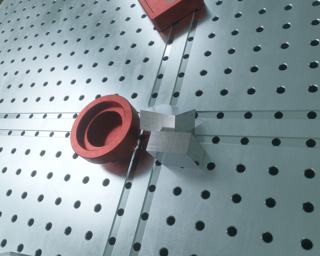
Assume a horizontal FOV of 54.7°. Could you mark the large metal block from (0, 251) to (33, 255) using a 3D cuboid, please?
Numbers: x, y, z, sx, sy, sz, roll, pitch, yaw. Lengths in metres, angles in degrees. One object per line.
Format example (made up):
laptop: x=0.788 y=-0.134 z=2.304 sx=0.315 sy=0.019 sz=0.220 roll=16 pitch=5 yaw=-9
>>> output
large metal block: x=-0.175 y=0.178 z=0.353 sx=0.080 sy=0.080 sz=0.050 roll=-16 pitch=56 yaw=19

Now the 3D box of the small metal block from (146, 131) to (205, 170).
small metal block: x=0.020 y=0.026 z=0.364 sx=0.050 sy=0.050 sz=0.025 roll=2 pitch=65 yaw=29

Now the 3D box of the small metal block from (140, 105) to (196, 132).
small metal block: x=0.010 y=-0.011 z=0.390 sx=0.050 sy=0.050 sz=0.025 roll=11 pitch=108 yaw=32

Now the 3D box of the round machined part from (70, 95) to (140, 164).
round machined part: x=-0.071 y=0.006 z=0.430 sx=0.098 sy=0.042 sz=0.098 roll=-13 pitch=56 yaw=20

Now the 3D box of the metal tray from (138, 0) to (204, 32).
metal tray: x=0.008 y=-0.235 z=0.543 sx=0.090 sy=0.030 sz=0.130 roll=-31 pitch=52 yaw=7
